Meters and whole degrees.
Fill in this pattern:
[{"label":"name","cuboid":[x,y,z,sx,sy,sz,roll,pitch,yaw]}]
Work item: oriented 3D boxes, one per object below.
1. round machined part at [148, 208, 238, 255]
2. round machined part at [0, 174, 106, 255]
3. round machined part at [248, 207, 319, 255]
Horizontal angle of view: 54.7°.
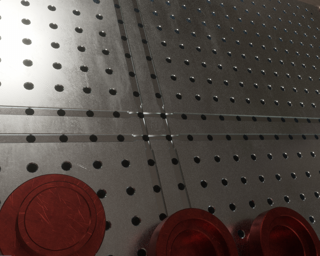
[{"label":"round machined part","cuboid":[0.032,0.140,0.331,0.099,0.042,0.098,14,56,-21]},{"label":"round machined part","cuboid":[-0.098,0.089,0.291,0.099,0.042,0.098,14,56,-21]},{"label":"round machined part","cuboid":[0.152,0.153,0.388,0.099,0.042,0.098,14,56,-21]}]
